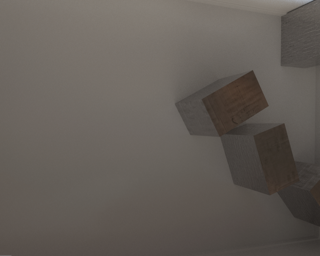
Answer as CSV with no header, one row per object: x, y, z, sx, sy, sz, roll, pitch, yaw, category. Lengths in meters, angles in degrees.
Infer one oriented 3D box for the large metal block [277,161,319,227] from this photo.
0.228,0.099,0.465,0.050,0.080,0.080,-40,103,-15,large metal block

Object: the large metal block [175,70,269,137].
0.079,-0.031,0.410,0.080,0.080,0.050,-30,100,-17,large metal block

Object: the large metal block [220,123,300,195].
0.135,0.039,0.431,0.050,0.080,0.080,-20,97,-19,large metal block

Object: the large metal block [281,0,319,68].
0.231,-0.138,0.466,0.050,0.080,0.080,1,90,-20,large metal block
